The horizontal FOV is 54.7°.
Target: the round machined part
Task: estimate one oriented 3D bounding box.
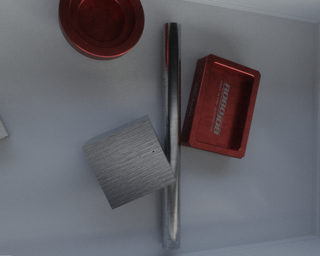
[{"bbox_3d":[-0.072,-0.130,0.375,0.099,0.042,0.097,0,90,-21],"label":"round machined part"}]

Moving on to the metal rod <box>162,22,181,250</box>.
[{"bbox_3d":[0.016,0.011,0.417,0.025,0.025,0.298,0,90,-20],"label":"metal rod"}]

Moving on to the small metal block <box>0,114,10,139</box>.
[{"bbox_3d":[-0.201,-0.004,0.336,0.050,0.025,0.050,-25,99,-19],"label":"small metal block"}]

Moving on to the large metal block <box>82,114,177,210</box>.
[{"bbox_3d":[-0.035,0.038,0.373,0.080,0.050,0.080,-24,99,0],"label":"large metal block"}]

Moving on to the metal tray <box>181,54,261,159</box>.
[{"bbox_3d":[0.087,-0.029,0.441,0.091,0.030,0.129,14,85,-20],"label":"metal tray"}]
